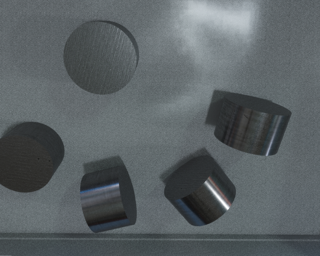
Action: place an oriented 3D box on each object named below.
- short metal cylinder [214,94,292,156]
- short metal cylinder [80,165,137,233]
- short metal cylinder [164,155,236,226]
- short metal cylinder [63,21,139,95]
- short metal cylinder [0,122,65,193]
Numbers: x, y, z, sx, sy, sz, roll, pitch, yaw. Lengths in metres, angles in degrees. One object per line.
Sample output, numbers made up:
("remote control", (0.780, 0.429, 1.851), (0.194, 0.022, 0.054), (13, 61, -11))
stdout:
("short metal cylinder", (0.112, -0.006, 0.381), (0.081, 0.080, 0.050), (11, 110, -5))
("short metal cylinder", (-0.067, 0.095, 0.416), (0.050, 0.080, 0.080), (-14, 110, 5))
("short metal cylinder", (0.053, 0.082, 0.413), (0.080, 0.080, 0.050), (-36, 107, 12))
("short metal cylinder", (-0.066, -0.084, 0.366), (0.081, 0.050, 0.079), (0, 110, -1))
("short metal cylinder", (-0.174, 0.038, 0.409), (0.081, 0.050, 0.079), (0, 110, -1))
